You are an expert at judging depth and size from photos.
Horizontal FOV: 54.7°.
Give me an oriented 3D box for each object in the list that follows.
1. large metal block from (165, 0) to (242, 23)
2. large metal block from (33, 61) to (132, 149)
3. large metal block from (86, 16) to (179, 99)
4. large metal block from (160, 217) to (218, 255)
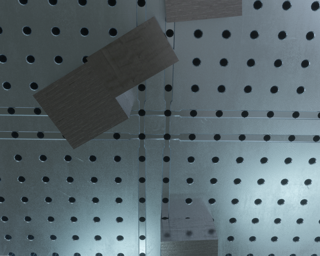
[{"bbox_3d":[0.044,-0.162,0.341,0.080,0.050,0.079,-5,110,1],"label":"large metal block"},{"bbox_3d":[-0.092,-0.033,0.387,0.080,0.050,0.080,-29,108,10],"label":"large metal block"},{"bbox_3d":[-0.028,-0.084,0.353,0.080,0.080,0.050,-29,108,10],"label":"large metal block"},{"bbox_3d":[0.043,0.186,0.469,0.081,0.050,0.079,-3,110,0],"label":"large metal block"}]
